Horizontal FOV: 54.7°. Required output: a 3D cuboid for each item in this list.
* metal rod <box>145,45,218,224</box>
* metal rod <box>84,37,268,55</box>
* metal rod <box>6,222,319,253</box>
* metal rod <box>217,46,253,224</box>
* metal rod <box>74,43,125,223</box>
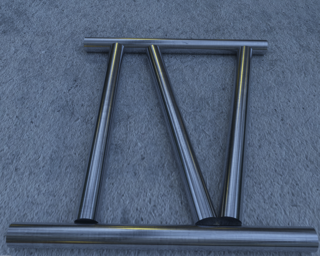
[{"bbox_3d":[0.018,-0.014,0.416,0.025,0.025,0.300,-9,51,-8],"label":"metal rod"},{"bbox_3d":[0.026,-0.138,0.521,0.302,0.025,0.025,1,50,0],"label":"metal rod"},{"bbox_3d":[0.002,0.110,0.311,0.302,0.025,0.025,1,50,0],"label":"metal rod"},{"bbox_3d":[0.106,-0.014,0.416,0.025,0.025,0.300,10,51,8],"label":"metal rod"},{"bbox_3d":[-0.073,-0.016,0.416,0.025,0.025,0.300,1,50,0],"label":"metal rod"}]
